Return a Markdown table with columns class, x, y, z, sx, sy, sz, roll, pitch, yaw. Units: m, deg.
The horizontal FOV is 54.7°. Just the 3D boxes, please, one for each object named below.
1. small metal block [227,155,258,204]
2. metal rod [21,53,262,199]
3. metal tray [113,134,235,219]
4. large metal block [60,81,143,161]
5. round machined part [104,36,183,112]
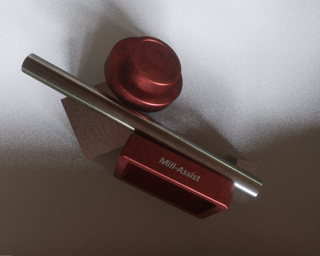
| class | x | y | z | sx | sy | sz | roll | pitch | yaw |
| --- | --- | --- | --- | --- | --- | --- | --- | --- | --- |
| small metal block | 0.100 | 0.064 | 0.399 | 0.025 | 0.050 | 0.050 | 15 | 90 | 0 |
| metal rod | -0.020 | -0.002 | 0.358 | 0.301 | 0.025 | 0.025 | 29 | 90 | -1 |
| metal tray | 0.012 | 0.063 | 0.374 | 0.131 | 0.090 | 0.030 | 26 | 63 | -1 |
| large metal block | -0.067 | -0.013 | 0.396 | 0.080 | 0.050 | 0.080 | -22 | 90 | -1 |
| round machined part | -0.014 | -0.071 | 0.375 | 0.099 | 0.042 | 0.098 | 14 | 59 | -25 |
